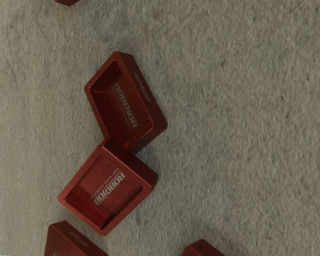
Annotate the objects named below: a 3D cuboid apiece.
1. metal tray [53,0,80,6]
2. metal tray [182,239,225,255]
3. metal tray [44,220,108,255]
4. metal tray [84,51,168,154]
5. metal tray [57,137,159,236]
[{"bbox_3d":[-0.145,-0.284,0.518,0.090,0.030,0.129,-8,85,39],"label":"metal tray"},{"bbox_3d":[0.052,0.209,0.357,0.090,0.030,0.129,29,108,36],"label":"metal tray"},{"bbox_3d":[-0.144,0.226,0.518,0.130,0.030,0.089,20,102,38],"label":"metal tray"},{"bbox_3d":[-0.053,-0.032,0.443,0.090,0.030,0.130,-40,66,32],"label":"metal tray"},{"bbox_3d":[-0.075,0.085,0.433,0.090,0.030,0.129,40,119,-3],"label":"metal tray"}]
